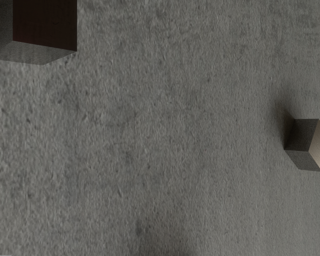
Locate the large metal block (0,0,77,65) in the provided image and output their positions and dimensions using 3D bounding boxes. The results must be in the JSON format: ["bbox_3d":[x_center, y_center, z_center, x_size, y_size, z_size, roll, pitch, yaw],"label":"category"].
[{"bbox_3d":[-0.115,-0.104,0.274,0.050,0.080,0.079,0,90,-40],"label":"large metal block"}]

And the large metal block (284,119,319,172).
[{"bbox_3d":[0.316,0.036,0.658,0.080,0.050,0.080,43,64,-32],"label":"large metal block"}]
